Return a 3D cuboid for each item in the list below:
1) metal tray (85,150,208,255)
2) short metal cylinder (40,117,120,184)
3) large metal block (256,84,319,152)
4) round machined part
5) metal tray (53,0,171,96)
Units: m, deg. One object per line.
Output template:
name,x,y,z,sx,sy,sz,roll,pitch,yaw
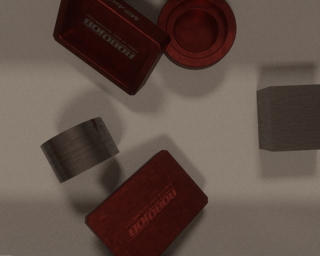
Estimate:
metal tray,-0.014,0.101,0.383,0.131,0.030,0.090,-41,90,-25
short metal cylinder,-0.097,0.027,0.383,0.080,0.080,0.050,-28,90,0
large metal block,0.175,-0.013,0.401,0.081,0.050,0.079,-3,90,-1
round machined part,0.046,-0.124,0.403,0.099,0.042,0.097,0,90,-1
metal tray,-0.062,-0.111,0.380,0.130,0.089,0.030,36,45,-1
